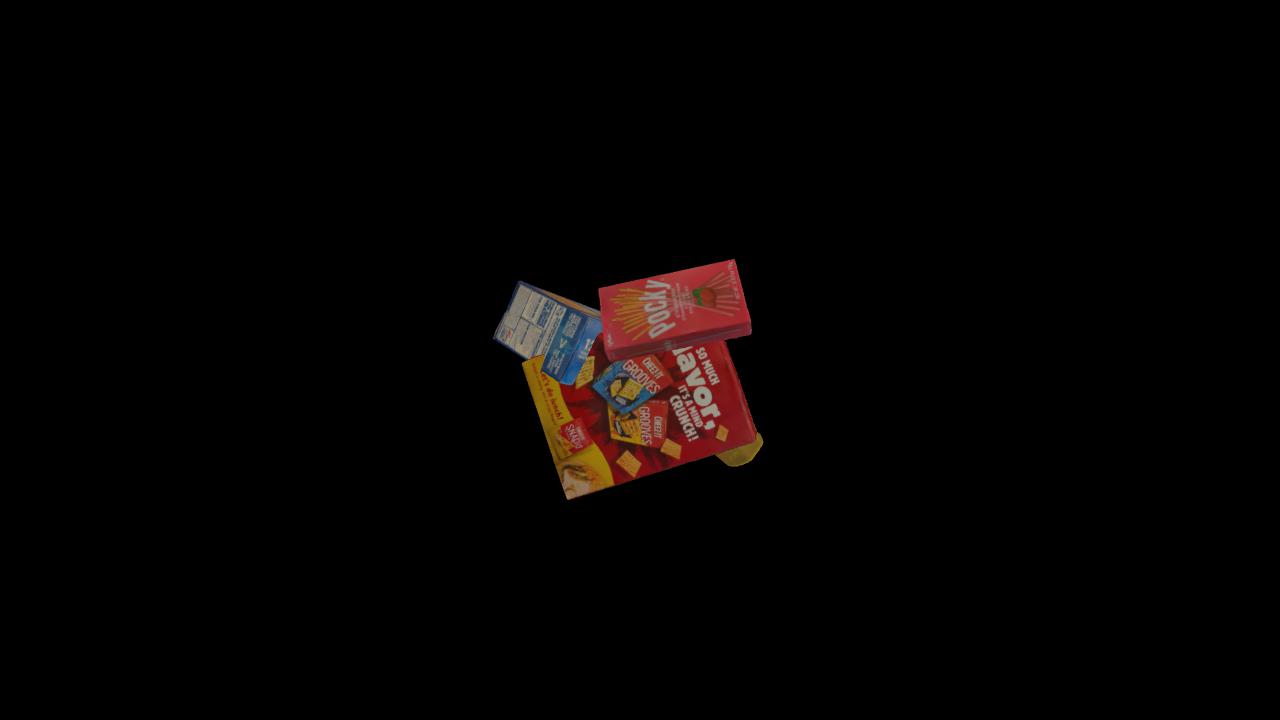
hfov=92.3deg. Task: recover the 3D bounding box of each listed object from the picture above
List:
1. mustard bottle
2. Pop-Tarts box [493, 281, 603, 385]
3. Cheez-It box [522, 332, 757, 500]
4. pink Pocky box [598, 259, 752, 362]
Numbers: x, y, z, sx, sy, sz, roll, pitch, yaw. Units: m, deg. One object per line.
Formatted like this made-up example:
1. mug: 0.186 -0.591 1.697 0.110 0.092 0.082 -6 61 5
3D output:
1. mustard bottle: 0.060 0.055 0.750 0.184 0.054 0.092 39 -7 -8
2. Pop-Tarts box: -0.066 -0.020 0.761 0.141 0.083 0.167 28 7 39
3. Cheez-It box: -0.001 0.043 0.690 0.223 0.166 0.071 -20 -4 11
4. pink Pocky box: 0.035 -0.053 0.656 0.155 0.084 0.029 -11 -30 6
